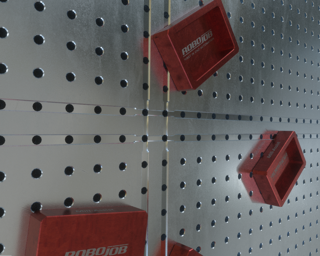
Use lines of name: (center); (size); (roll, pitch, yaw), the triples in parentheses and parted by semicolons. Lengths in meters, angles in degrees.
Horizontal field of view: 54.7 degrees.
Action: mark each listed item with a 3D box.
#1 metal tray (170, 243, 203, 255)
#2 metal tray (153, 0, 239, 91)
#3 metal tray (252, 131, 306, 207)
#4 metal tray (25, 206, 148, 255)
metal tray: (0.052, 0.238, 0.452); (0.130, 0.030, 0.090); (44, 64, -32)
metal tray: (0.059, -0.124, 0.457); (0.131, 0.030, 0.090); (-42, 116, -32)
metal tray: (0.238, 0.077, 0.609); (0.131, 0.030, 0.090); (-44, 117, -31)
metal tray: (-0.077, 0.137, 0.343); (0.131, 0.030, 0.089); (10, 84, -40)
